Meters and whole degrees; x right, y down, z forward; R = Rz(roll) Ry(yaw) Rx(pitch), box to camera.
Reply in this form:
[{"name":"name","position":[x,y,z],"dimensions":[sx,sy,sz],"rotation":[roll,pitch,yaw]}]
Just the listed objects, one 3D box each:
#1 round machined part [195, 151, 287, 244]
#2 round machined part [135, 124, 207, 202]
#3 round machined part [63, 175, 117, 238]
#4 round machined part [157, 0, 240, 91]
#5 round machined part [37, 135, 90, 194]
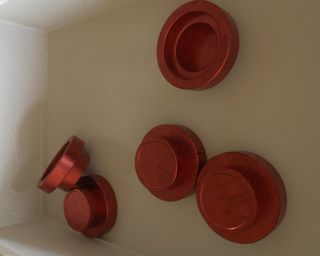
[{"name":"round machined part","position":[0.079,0.074,0.331],"dimensions":[0.098,0.042,0.097],"rotation":[0,90,40]},{"name":"round machined part","position":[0.007,0.044,0.390],"dimensions":[0.098,0.042,0.097],"rotation":[0,90,40]},{"name":"round machined part","position":[-0.116,0.125,0.492],"dimensions":[0.098,0.042,0.097],"rotation":[0,90,40]},{"name":"round machined part","position":[0.047,-0.091,0.357],"dimensions":[0.098,0.042,0.097],"rotation":[0,90,40]},{"name":"round machined part","position":[-0.149,0.063,0.497],"dimensions":[0.098,0.042,0.098],"rotation":[-46,19,22]}]
